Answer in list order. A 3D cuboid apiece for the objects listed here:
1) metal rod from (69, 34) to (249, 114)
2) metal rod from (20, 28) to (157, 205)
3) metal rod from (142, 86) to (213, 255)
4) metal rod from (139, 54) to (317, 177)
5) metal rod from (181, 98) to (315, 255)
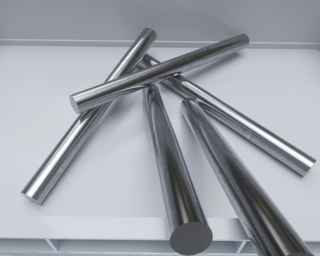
[{"bbox_3d":[0.017,-0.086,0.442,0.302,0.025,0.025,-26,55,-28],"label":"metal rod"},{"bbox_3d":[-0.079,-0.036,0.415,0.025,0.025,0.300,20,58,15],"label":"metal rod"},{"bbox_3d":[0.002,0.005,0.315,0.025,0.025,0.300,-5,24,-5],"label":"metal rod"},{"bbox_3d":[0.072,-0.033,0.433,0.300,0.025,0.025,37,59,27],"label":"metal rod"},{"bbox_3d":[0.054,0.021,0.294,0.025,0.025,0.300,-4,20,-4],"label":"metal rod"}]
